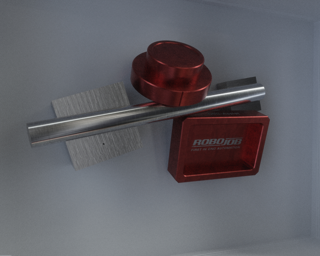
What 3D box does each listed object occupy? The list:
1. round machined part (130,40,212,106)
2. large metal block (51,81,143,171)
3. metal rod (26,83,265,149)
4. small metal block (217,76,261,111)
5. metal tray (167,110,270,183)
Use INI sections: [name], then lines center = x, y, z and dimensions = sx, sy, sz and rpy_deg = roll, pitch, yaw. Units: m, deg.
[round machined part]
center = 0.016, -0.072, 0.375
dimensions = 0.099, 0.098, 0.042
rpy_deg = -5, 132, -20
[large metal block]
center = -0.076, -0.003, 0.367
dimensions = 0.081, 0.050, 0.080
rpy_deg = -19, 97, -19
[metal rod]
center = 0.006, -0.022, 0.365
dimensions = 0.303, 0.025, 0.025
rpy_deg = -12, 95, -27
[small metal block]
center = 0.116, -0.045, 0.453
dimensions = 0.050, 0.025, 0.050
rpy_deg = -12, 94, -20
[metal tray]
center = 0.080, 0.023, 0.422
dimensions = 0.131, 0.030, 0.089
rpy_deg = -2, 110, -21
